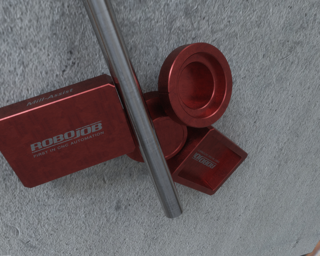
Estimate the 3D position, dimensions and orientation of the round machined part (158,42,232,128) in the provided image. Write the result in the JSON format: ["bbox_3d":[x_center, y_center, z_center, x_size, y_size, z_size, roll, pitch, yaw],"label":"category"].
[{"bbox_3d":[0.037,-0.051,0.373,0.099,0.042,0.097,-6,100,-34],"label":"round machined part"}]

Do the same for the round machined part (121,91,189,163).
[{"bbox_3d":[-0.004,0.005,0.399,0.099,0.042,0.097,-14,124,-21],"label":"round machined part"}]

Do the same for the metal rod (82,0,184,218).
[{"bbox_3d":[-0.026,-0.022,0.337,0.025,0.025,0.298,-25,114,-13],"label":"metal rod"}]

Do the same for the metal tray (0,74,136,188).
[{"bbox_3d":[-0.101,0.004,0.338,0.131,0.030,0.090,-20,124,-6],"label":"metal tray"}]

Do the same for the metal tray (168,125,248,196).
[{"bbox_3d":[0.068,0.047,0.457,0.090,0.030,0.130,-51,139,8],"label":"metal tray"}]
